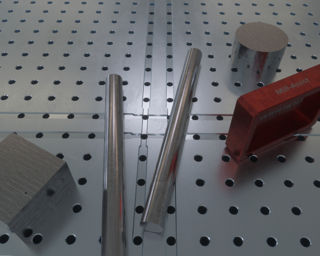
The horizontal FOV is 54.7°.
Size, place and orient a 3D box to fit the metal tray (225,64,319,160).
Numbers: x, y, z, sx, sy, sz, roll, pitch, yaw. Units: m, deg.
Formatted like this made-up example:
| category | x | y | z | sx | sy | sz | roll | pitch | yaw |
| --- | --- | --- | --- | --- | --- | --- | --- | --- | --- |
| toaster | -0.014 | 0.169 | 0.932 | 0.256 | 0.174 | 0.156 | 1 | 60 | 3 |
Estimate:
| category | x | y | z | sx | sy | sz | roll | pitch | yaw |
| --- | --- | --- | --- | --- | --- | --- | --- | --- | --- |
| metal tray | 0.149 | -0.019 | 0.381 | 0.131 | 0.089 | 0.030 | -22 | 54 | -18 |

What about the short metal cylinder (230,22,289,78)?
| category | x | y | z | sx | sy | sz | roll | pitch | yaw |
| --- | --- | --- | --- | --- | --- | --- | --- | --- | --- |
| short metal cylinder | 0.158 | -0.126 | 0.498 | 0.081 | 0.050 | 0.080 | 0 | 50 | 0 |

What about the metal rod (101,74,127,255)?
| category | x | y | z | sx | sy | sz | roll | pitch | yaw |
| --- | --- | --- | --- | --- | --- | --- | --- | --- | --- |
| metal rod | -0.055 | 0.042 | 0.371 | 0.025 | 0.025 | 0.300 | -4 | 50 | -4 |

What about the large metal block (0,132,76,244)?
| category | x | y | z | sx | sy | sz | roll | pitch | yaw |
| --- | --- | --- | --- | --- | --- | --- | --- | --- | --- |
| large metal block | -0.154 | 0.062 | 0.338 | 0.080 | 0.050 | 0.080 | 24 | 54 | 19 |

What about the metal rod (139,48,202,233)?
| category | x | y | z | sx | sy | sz | roll | pitch | yaw |
| --- | --- | --- | --- | --- | --- | --- | --- | --- | --- |
| metal rod | 0.024 | -0.009 | 0.415 | 0.025 | 0.025 | 0.300 | 10 | 51 | 8 |
